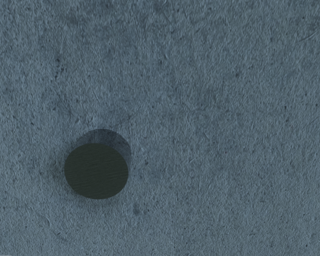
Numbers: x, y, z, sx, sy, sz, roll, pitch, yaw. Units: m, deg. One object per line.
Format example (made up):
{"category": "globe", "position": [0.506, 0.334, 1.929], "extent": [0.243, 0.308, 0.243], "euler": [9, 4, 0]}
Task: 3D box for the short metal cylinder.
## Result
{"category": "short metal cylinder", "position": [-0.080, 0.047, 0.413], "extent": [0.080, 0.050, 0.079], "euler": [0, 110, 0]}
